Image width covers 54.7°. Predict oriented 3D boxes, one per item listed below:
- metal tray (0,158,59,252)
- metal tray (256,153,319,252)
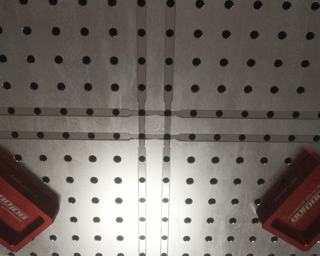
[{"bbox_3d":[-0.226,0.110,0.448,0.090,0.030,0.130,-40,106,13],"label":"metal tray"},{"bbox_3d":[0.219,0.111,0.454,0.090,0.030,0.129,32,107,-12],"label":"metal tray"}]
